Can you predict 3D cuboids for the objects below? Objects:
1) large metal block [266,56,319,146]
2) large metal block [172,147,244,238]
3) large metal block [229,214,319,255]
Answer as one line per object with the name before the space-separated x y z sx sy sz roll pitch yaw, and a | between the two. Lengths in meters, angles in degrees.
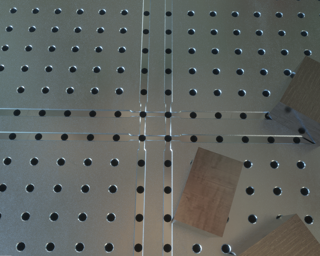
large metal block | 0.205 -0.036 0.414 0.080 0.050 0.080 32 73 10
large metal block | 0.051 0.077 0.355 0.050 0.080 0.080 19 71 6
large metal block | 0.137 0.154 0.344 0.080 0.050 0.080 -31 73 -11
